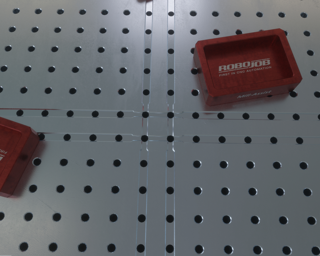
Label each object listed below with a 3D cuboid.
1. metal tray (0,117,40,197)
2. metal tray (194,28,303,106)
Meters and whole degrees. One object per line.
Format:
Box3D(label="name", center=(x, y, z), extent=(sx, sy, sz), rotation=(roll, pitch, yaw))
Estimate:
Box3D(label="metal tray", center=(-0.237, 0.025, 0.398), extent=(0.130, 0.030, 0.090), rotation=(18, 71, 6))
Box3D(label="metal tray", center=(0.122, -0.088, 0.441), extent=(0.131, 0.030, 0.090), rotation=(-10, 70, -4))
